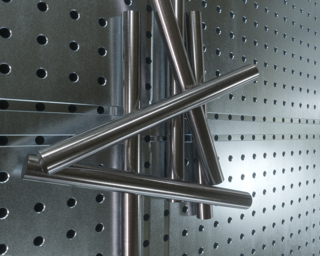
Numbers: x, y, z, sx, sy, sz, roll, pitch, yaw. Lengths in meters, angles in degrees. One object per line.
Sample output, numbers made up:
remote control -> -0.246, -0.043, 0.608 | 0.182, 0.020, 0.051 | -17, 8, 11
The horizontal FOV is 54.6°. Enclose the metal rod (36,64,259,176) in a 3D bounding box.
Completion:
metal rod -> 0.012, -0.023, 0.355 | 0.302, 0.025, 0.025 | -25, 106, -32

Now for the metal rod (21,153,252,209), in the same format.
metal rod -> -0.002, 0.070, 0.368 | 0.302, 0.025, 0.025 | 15, 80, -31

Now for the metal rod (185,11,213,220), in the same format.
metal rod -> 0.057, -0.016, 0.455 | 0.025, 0.025, 0.298 | -7, 94, -40

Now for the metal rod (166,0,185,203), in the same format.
metal rod -> 0.021, -0.050, 0.425 | 0.025, 0.025, 0.298 | 0, 90, -40

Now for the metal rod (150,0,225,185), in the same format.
metal rod -> 0.031, -0.065, 0.400 | 0.025, 0.025, 0.299 | -27, 104, -37

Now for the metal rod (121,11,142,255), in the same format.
metal rod -> -0.035, 0.011, 0.378 | 0.025, 0.025, 0.298 | 0, 90, -40
